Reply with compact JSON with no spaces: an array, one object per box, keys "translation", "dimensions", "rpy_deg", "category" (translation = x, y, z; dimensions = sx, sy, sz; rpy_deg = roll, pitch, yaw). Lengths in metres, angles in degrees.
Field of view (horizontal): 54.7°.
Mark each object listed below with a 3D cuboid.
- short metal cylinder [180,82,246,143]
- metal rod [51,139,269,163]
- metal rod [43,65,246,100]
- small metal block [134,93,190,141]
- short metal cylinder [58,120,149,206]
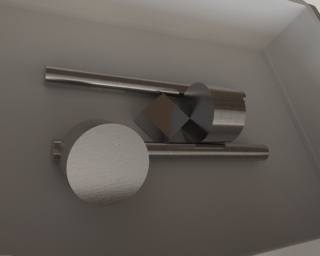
[{"translation":[0.069,-0.019,0.420],"dimensions":[0.050,0.080,0.080],"rpy_deg":[2,61,-28],"category":"short metal cylinder"},{"translation":[0.020,0.031,0.397],"dimensions":[0.303,0.025,0.025],"rpy_deg":[3,61,-27],"category":"metal rod"},{"translation":[-0.003,-0.055,0.437],"dimensions":[0.303,0.025,0.025],"rpy_deg":[3,61,-27],"category":"metal rod"},{"translation":[0.003,-0.011,0.413],"dimensions":[0.050,0.025,0.050],"rpy_deg":[44,51,2],"category":"small metal block"},{"translation":[-0.058,0.033,0.315],"dimensions":[0.081,0.050,0.079],"rpy_deg":[-3,97,-27],"category":"short metal cylinder"}]
